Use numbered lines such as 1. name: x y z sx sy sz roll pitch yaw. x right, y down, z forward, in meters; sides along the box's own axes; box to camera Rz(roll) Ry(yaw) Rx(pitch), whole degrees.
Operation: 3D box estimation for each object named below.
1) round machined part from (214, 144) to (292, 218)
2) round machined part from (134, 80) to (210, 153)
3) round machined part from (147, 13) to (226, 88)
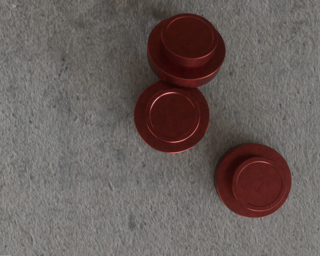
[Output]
1. round machined part: 0.123 0.069 0.403 0.099 0.042 0.097 0 90 -1
2. round machined part: 0.016 -0.016 0.402 0.099 0.042 0.097 0 90 -1
3. round machined part: 0.034 -0.102 0.385 0.099 0.042 0.098 2 67 -4
